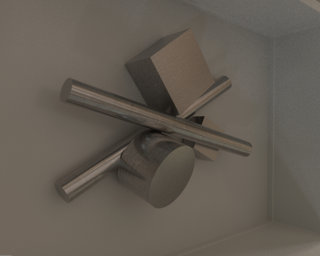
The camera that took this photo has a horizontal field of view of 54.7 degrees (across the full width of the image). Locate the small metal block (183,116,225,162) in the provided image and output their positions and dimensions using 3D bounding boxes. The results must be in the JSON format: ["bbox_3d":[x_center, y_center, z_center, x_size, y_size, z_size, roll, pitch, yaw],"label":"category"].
[{"bbox_3d":[0.064,0.016,0.459,0.050,0.025,0.050,33,69,-35],"label":"small metal block"}]

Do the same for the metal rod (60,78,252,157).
[{"bbox_3d":[0.022,-0.002,0.392,0.302,0.025,0.025,17,79,-39],"label":"metal rod"}]

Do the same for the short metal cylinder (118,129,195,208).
[{"bbox_3d":[-0.003,0.048,0.370,0.081,0.050,0.079,-31,134,-38],"label":"short metal cylinder"}]

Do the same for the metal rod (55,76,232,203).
[{"bbox_3d":[0.001,-0.002,0.407,0.302,0.025,0.025,-34,112,-35],"label":"metal rod"}]

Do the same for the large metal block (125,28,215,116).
[{"bbox_3d":[0.016,-0.071,0.403,0.080,0.050,0.080,-43,117,-31],"label":"large metal block"}]
